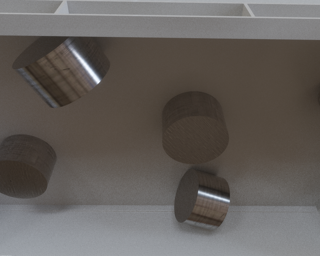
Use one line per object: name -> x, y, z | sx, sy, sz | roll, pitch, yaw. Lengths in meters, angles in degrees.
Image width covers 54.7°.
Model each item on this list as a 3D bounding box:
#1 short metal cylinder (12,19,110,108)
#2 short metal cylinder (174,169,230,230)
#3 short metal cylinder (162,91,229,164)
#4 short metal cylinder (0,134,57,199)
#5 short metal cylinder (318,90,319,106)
short metal cylinder -> -0.099, -0.066, 0.316 | 0.080, 0.080, 0.050 | -22, 127, 17
short metal cylinder -> 0.061, 0.107, 0.464 | 0.050, 0.080, 0.079 | 18, 128, -15
short metal cylinder -> 0.043, 0.000, 0.393 | 0.081, 0.050, 0.079 | 0, 130, 0
short metal cylinder -> -0.194, 0.055, 0.438 | 0.081, 0.050, 0.079 | 0, 130, 0
short metal cylinder -> 0.231, -0.025, 0.353 | 0.080, 0.080, 0.050 | -26, 125, 20
